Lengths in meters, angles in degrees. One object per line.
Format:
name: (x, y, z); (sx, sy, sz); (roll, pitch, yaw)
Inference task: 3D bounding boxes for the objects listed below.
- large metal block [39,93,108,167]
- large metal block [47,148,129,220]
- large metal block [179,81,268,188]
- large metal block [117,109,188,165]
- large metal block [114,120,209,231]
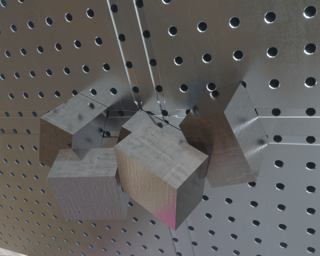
large metal block: (-0.123, 0.009, 0.443); (0.050, 0.080, 0.079); (27, 128, 11)
large metal block: (-0.086, 0.073, 0.399); (0.080, 0.050, 0.079); (-2, 127, 5)
large metal block: (0.074, 0.006, 0.339); (0.050, 0.080, 0.080); (-17, 110, 34)
large metal block: (-0.014, 0.034, 0.421); (0.080, 0.050, 0.079); (28, 128, 10)
large metal block: (0.001, 0.051, 0.335); (0.080, 0.050, 0.080); (30, 143, 28)
